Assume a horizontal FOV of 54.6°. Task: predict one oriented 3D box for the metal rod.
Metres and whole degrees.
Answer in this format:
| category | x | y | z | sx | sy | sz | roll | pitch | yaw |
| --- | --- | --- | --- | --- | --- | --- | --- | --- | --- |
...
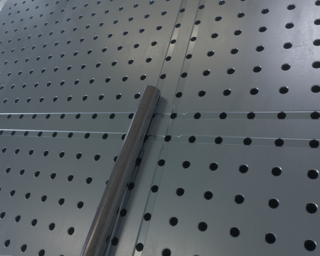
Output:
| category | x | y | z | sx | sy | sz | roll | pitch | yaw |
| --- | --- | --- | --- | --- | --- | --- | --- | --- | --- |
| metal rod | -0.056 | 0.077 | 0.391 | 0.025 | 0.025 | 0.300 | 5 | 64 | 30 |
